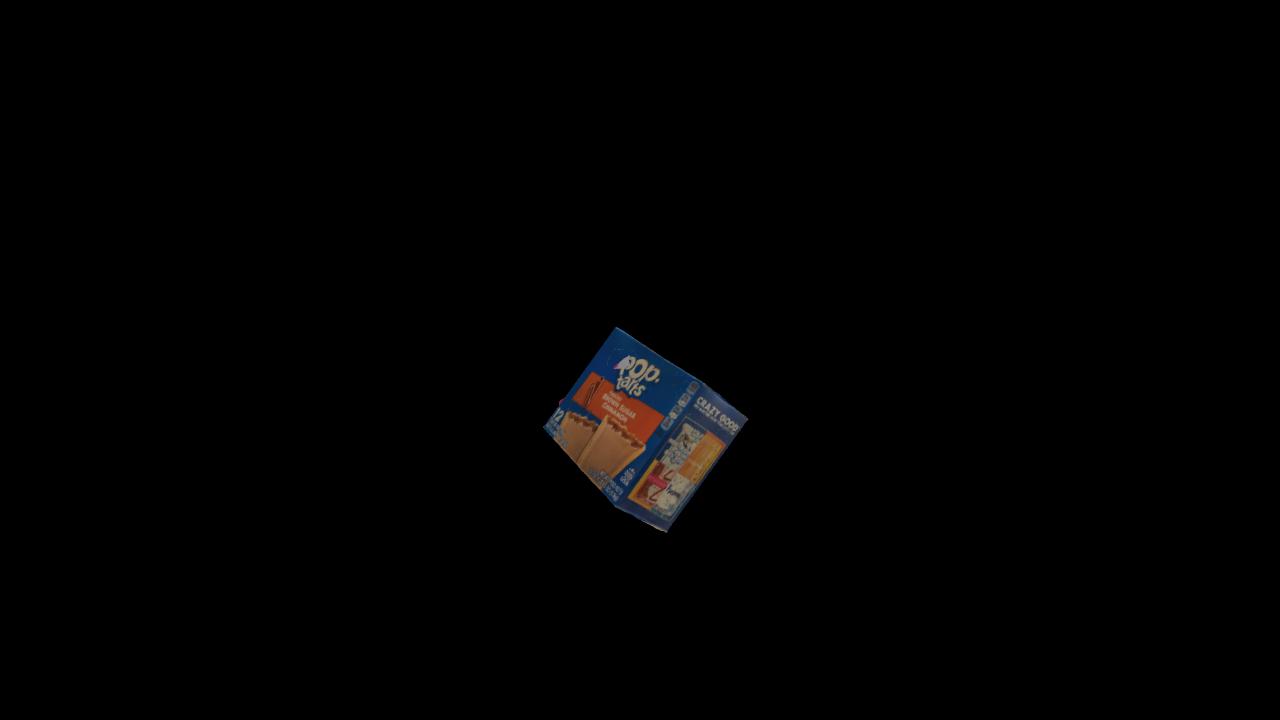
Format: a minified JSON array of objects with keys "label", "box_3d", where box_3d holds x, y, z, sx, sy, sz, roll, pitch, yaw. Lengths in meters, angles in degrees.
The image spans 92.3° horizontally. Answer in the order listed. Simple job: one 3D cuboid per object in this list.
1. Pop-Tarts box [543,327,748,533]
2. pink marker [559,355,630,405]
[{"label":"Pop-Tarts box","box_3d":[-0.001,0.066,0.641,0.083,0.141,0.167,38,-2,-40]},{"label":"pink marker","box_3d":[-0.048,0.030,0.672,0.121,0.020,0.020,-33,-20,35]}]
